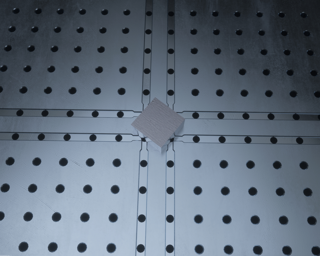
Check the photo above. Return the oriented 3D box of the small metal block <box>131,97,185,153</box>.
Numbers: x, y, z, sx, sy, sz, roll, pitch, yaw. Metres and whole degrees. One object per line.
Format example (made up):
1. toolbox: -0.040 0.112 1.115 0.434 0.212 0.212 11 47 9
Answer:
1. small metal block: -0.002 -0.004 0.413 0.050 0.025 0.050 37 74 12
